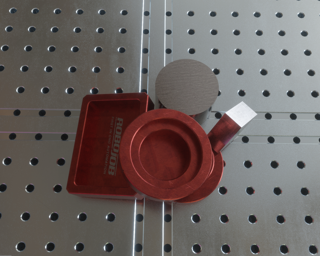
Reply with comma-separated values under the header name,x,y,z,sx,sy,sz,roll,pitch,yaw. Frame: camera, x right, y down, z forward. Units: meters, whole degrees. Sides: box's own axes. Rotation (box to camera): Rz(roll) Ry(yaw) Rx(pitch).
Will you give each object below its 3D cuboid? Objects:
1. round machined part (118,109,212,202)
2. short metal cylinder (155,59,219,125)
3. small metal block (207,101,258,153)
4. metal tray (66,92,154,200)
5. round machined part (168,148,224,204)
name,x,y,z,sx,sy,sz,roll,pitch,yaw
round machined part,0.003,0.031,0.341,0.099,0.042,0.098,3,71,-10
short metal cylinder,0.034,-0.045,0.415,0.081,0.050,0.080,0,70,0
small metal block,0.089,-0.001,0.390,0.025,0.050,0.050,45,41,14
metal tray,-0.059,0.021,0.389,0.090,0.030,0.130,-1,69,15
round machined part,0.030,0.044,0.386,0.099,0.042,0.098,0,70,-1
